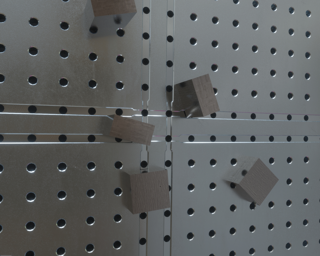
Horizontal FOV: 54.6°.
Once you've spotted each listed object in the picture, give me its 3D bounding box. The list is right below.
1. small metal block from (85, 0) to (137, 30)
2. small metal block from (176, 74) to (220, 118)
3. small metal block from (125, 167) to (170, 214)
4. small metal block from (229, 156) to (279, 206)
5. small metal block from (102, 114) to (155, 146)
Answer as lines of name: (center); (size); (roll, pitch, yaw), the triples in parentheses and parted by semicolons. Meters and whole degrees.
small metal block: (-0.061, -0.142, 0.376); (0.050, 0.050, 0.025); (-14, 95, -19)
small metal block: (0.050, -0.042, 0.417); (0.025, 0.050, 0.050); (-21, 97, -19)
small metal block: (-0.016, 0.081, 0.407); (0.050, 0.025, 0.050); (-5, 92, -20)
small metal block: (0.141, 0.078, 0.464); (0.050, 0.025, 0.050); (45, 76, -15)
small metal block: (-0.040, 0.003, 0.384); (0.050, 0.050, 0.025); (15, 85, -19)
